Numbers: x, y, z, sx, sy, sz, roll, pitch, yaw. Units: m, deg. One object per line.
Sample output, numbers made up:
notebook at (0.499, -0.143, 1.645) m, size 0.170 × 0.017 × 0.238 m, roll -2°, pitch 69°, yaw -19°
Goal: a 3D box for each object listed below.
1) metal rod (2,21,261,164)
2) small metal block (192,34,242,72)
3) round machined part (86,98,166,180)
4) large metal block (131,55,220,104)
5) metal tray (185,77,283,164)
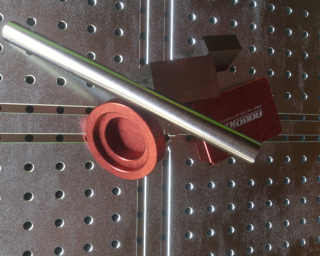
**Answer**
metal rod at (-0.037, -0.042, 0.332) m, size 0.301 × 0.025 × 0.025 m, roll 27°, pitch 80°, yaw 8°
small metal block at (0.075, -0.101, 0.425) m, size 0.050 × 0.050 × 0.025 m, roll -9°, pitch 68°, yaw -20°
round machined part at (-0.037, 0.010, 0.372) m, size 0.042 × 0.098 × 0.098 m, roll -40°, pitch 107°, yaw -54°
large metal block at (0.016, -0.055, 0.390) m, size 0.081 × 0.080 × 0.050 m, roll -11°, pitch 94°, yaw -20°
metal tray at (0.109, -0.013, 0.452) m, size 0.131 × 0.030 × 0.090 m, roll -21°, pitch 97°, yaw -19°
